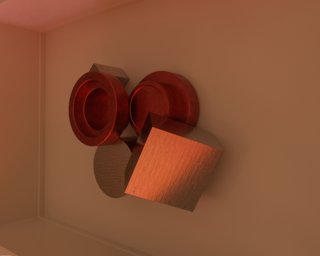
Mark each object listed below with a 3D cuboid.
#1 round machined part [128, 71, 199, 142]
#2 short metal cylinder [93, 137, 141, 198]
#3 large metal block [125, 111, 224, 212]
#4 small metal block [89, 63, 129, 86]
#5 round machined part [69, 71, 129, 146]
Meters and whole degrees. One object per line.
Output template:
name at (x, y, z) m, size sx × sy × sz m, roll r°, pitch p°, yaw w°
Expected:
round machined part at (-0.003, -0.024, 0.392) m, size 0.098 × 0.042 × 0.097 m, roll 0°, pitch 90°, yaw 39°
short metal cylinder at (-0.045, 0.051, 0.424) m, size 0.080 × 0.050 × 0.079 m, roll 0°, pitch 90°, yaw 39°
large metal block at (0.012, 0.038, 0.348) m, size 0.050 × 0.080 × 0.079 m, roll -106°, pitch 37°, yaw -68°
small metal block at (-0.082, -0.064, 0.453) m, size 0.025 × 0.050 × 0.050 m, roll 52°, pitch 120°, yaw 27°
round machined part at (-0.076, -0.025, 0.416) m, size 0.098 × 0.042 × 0.097 m, roll 0°, pitch 90°, yaw 39°
